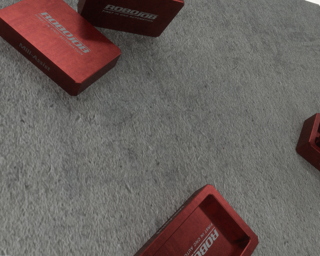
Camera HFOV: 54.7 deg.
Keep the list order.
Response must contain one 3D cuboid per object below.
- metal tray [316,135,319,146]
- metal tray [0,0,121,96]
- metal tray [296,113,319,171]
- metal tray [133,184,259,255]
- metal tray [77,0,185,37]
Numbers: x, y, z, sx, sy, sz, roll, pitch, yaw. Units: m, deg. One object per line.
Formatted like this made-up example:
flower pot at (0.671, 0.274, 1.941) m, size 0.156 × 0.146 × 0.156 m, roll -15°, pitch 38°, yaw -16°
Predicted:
metal tray at (0.327, 0.023, 0.481) m, size 0.090 × 0.129 × 0.030 m, roll 46°, pitch 51°, yaw 4°
metal tray at (-0.128, -0.112, 0.400) m, size 0.130 × 0.030 × 0.090 m, roll 41°, pitch 51°, yaw -1°
metal tray at (0.303, 0.045, 0.535) m, size 0.130 × 0.030 × 0.090 m, roll 39°, pitch 51°, yaw -2°
metal tray at (0.042, 0.135, 0.340) m, size 0.090 × 0.030 × 0.131 m, roll 49°, pitch 51°, yaw 6°
metal tray at (-0.043, -0.177, 0.443) m, size 0.131 × 0.090 × 0.030 m, roll 2°, pitch 71°, yaw -27°
